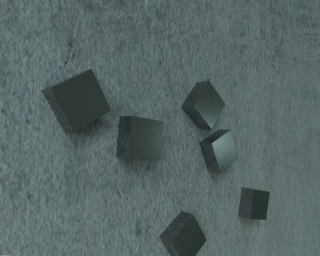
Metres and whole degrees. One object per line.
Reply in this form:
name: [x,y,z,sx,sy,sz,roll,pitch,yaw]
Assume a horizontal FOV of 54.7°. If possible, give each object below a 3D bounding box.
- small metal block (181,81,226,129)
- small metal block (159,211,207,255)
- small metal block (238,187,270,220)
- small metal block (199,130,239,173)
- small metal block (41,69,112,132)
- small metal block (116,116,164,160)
small metal block: [0.066,-0.034,0.462,0.050,0.025,0.050,48,61,-30]
small metal block: [0.033,0.155,0.436,0.050,0.025,0.050,-41,115,-33]
small metal block: [0.167,0.134,0.548,0.050,0.025,0.050,16,80,-39]
small metal block: [0.093,0.035,0.486,0.050,0.025,0.050,-30,109,-36]
small metal block: [-0.088,-0.029,0.332,0.050,0.025,0.050,-36,112,-34]
small metal block: [-0.025,0.013,0.386,0.050,0.025,0.050,9,85,-40]
